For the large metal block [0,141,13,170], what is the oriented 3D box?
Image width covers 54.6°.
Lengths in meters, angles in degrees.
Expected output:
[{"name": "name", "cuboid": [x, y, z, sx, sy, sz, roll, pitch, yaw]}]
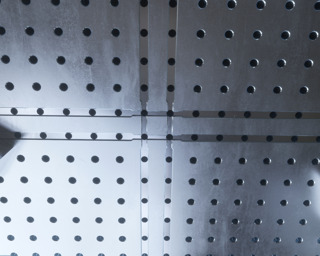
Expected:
[{"name": "large metal block", "cuboid": [-0.263, 0.047, 0.415, 0.080, 0.050, 0.080, 33, 107, -11]}]
